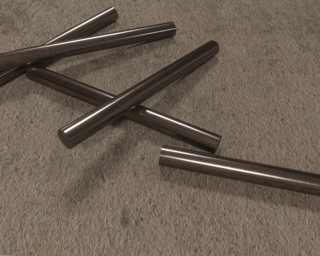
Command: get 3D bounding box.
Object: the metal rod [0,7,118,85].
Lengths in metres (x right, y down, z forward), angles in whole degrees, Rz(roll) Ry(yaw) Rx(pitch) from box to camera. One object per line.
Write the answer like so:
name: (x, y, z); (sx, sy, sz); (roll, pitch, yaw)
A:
metal rod: (-0.185, -0.129, 0.509); (0.025, 0.025, 0.302); (33, 57, 24)

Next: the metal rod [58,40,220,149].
metal rod: (-0.007, -0.061, 0.428); (0.025, 0.025, 0.302); (33, 49, 24)

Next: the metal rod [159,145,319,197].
metal rod: (0.149, 0.059, 0.355); (0.302, 0.025, 0.025); (10, 51, 8)

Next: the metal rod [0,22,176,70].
metal rod: (-0.111, -0.134, 0.497); (0.302, 0.025, 0.025); (-18, 52, -21)

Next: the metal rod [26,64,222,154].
metal rod: (-0.061, -0.032, 0.429); (0.301, 0.025, 0.025); (22, 53, 17)
